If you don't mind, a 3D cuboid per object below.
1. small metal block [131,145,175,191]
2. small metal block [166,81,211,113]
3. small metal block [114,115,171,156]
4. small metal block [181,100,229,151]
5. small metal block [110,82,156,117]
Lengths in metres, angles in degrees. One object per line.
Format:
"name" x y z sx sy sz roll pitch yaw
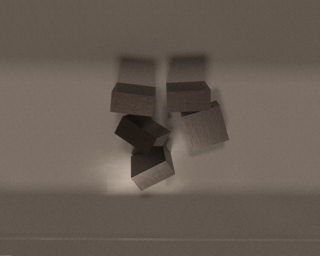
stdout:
"small metal block" -0.011 0.049 0.414 0.050 0.050 0.025 -28 117 9
"small metal block" 0.034 -0.040 0.384 0.050 0.050 0.025 -3 110 0
"small metal block" -0.021 0.006 0.391 0.050 0.050 0.025 33 108 14
"small metal block" 0.059 -0.003 0.411 0.050 0.025 0.050 -17 110 5
"small metal block" -0.032 -0.036 0.384 0.050 0.050 0.025 7 110 -3
